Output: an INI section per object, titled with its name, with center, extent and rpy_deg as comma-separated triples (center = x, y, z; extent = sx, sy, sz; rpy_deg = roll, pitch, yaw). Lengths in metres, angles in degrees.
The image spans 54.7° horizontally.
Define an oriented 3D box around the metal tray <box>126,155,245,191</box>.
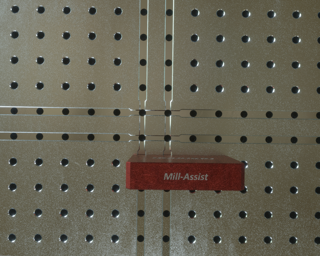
[metal tray]
center = 0.028, 0.052, 0.381
extent = 0.131, 0.090, 0.030
rpy_deg = 1, 90, -1
